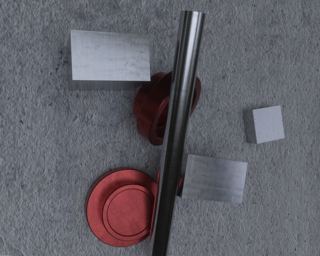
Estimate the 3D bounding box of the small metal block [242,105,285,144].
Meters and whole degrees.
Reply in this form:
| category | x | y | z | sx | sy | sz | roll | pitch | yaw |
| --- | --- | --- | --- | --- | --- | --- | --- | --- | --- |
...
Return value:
| category | x | y | z | sx | sy | sz | roll | pitch | yaw |
| --- | --- | --- | --- | --- | --- | --- | --- | --- | --- |
| small metal block | 0.156 | -0.006 | 0.466 | 0.050 | 0.025 | 0.050 | -10 | 94 | -20 |

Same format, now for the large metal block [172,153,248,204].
| category | x | y | z | sx | sy | sz | roll | pitch | yaw |
| --- | --- | --- | --- | --- | --- | --- | --- | --- | --- |
| large metal block | 0.052 | 0.060 | 0.399 | 0.081 | 0.080 | 0.050 | 10 | 87 | -20 |

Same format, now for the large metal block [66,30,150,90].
| category | x | y | z | sx | sy | sz | roll | pitch | yaw |
| --- | --- | --- | --- | --- | --- | --- | --- | --- | --- |
| large metal block | -0.063 | -0.073 | 0.356 | 0.081 | 0.080 | 0.050 | -2 | 90 | -20 |

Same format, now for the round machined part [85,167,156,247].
| category | x | y | z | sx | sy | sz | roll | pitch | yaw |
| --- | --- | --- | --- | --- | --- | --- | --- | --- | --- |
| round machined part | -0.041 | 0.100 | 0.385 | 0.099 | 0.042 | 0.097 | 0 | 90 | -20 |

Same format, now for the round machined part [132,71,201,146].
| category | x | y | z | sx | sy | sz | roll | pitch | yaw |
| --- | --- | --- | --- | --- | --- | --- | --- | --- | --- |
| round machined part | 0.004 | -0.030 | 0.383 | 0.042 | 0.098 | 0.098 | 35 | 76 | 23 |

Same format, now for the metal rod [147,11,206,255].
| category | x | y | z | sx | sy | sz | roll | pitch | yaw |
| --- | --- | --- | --- | --- | --- | --- | --- | --- | --- |
| metal rod | 0.014 | 0.030 | 0.342 | 0.025 | 0.025 | 0.298 | 2 | 106 | -20 |
